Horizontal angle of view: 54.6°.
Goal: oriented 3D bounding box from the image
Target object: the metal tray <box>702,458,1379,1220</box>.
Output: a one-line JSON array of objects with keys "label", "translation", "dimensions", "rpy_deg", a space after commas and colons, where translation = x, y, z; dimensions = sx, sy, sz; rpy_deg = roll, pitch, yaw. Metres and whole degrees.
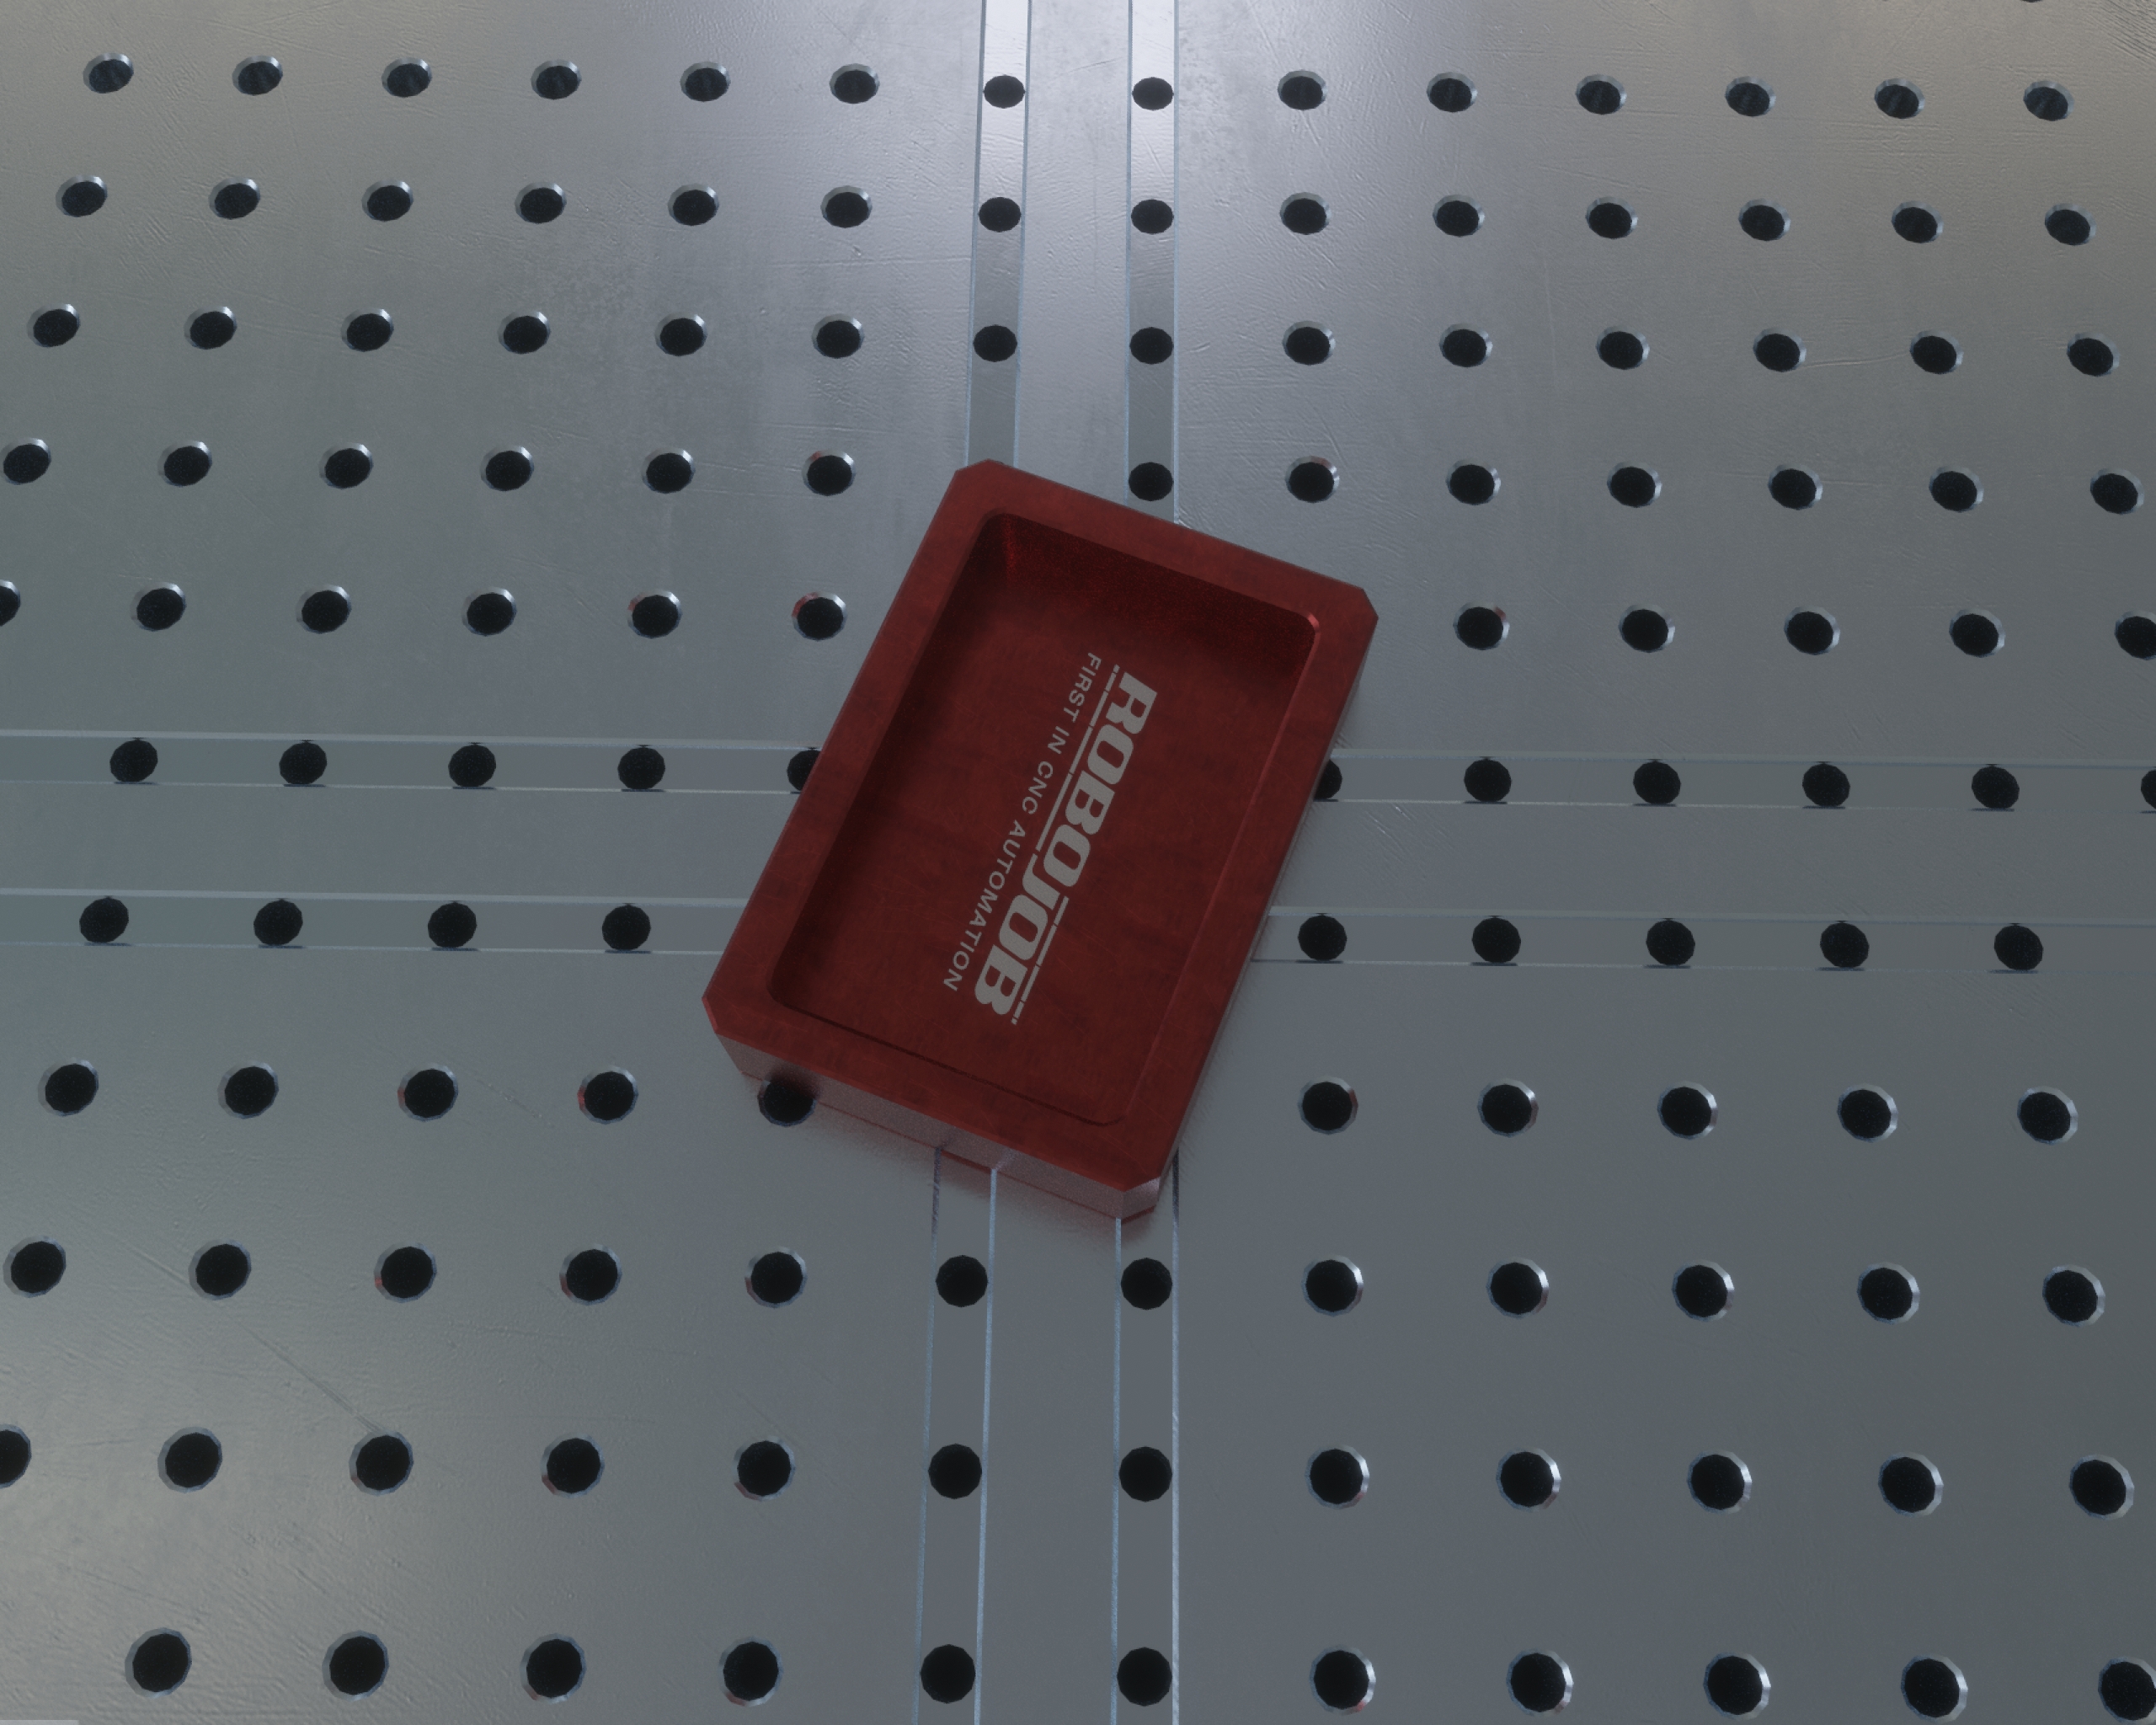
[{"label": "metal tray", "translation": [-0.005, -0.007, 0.411], "dimensions": [0.090, 0.030, 0.130], "rpy_deg": [21, 71, 7]}]
